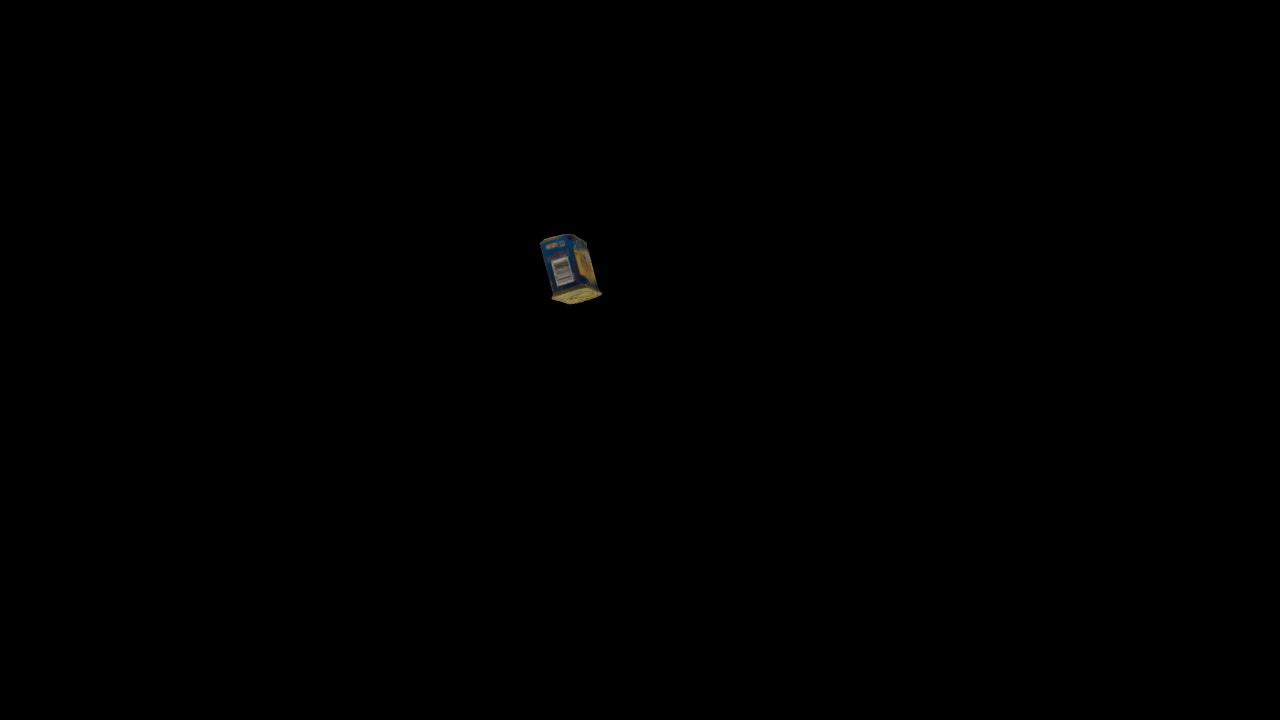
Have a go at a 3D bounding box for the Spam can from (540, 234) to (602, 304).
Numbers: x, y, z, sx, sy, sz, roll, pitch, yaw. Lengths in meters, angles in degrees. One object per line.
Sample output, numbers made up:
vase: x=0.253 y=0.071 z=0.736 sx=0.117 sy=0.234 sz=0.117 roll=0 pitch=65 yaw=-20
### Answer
Spam can: x=-0.102 y=-0.134 z=0.910 sx=0.058 sy=0.085 sz=0.101 roll=-15 pitch=-3 yaw=11
